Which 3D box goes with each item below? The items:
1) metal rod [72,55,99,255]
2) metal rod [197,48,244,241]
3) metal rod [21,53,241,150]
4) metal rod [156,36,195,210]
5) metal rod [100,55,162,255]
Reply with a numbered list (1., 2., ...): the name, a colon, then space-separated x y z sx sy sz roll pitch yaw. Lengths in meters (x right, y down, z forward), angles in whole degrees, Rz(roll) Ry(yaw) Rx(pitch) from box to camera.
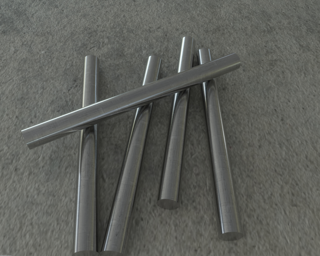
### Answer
1. metal rod: -0.090 0.009 0.394 0.025 0.025 0.300 -5 50 -5
2. metal rod: 0.072 -0.005 0.408 0.025 0.025 0.300 0 50 0
3. metal rod: -0.022 -0.042 0.404 0.302 0.025 0.025 -23 54 -19
4. metal rod: 0.028 -0.031 0.429 0.025 0.025 0.300 6 50 4
5. metal rod: -0.027 0.009 0.395 0.025 0.025 0.300 6 50 4
